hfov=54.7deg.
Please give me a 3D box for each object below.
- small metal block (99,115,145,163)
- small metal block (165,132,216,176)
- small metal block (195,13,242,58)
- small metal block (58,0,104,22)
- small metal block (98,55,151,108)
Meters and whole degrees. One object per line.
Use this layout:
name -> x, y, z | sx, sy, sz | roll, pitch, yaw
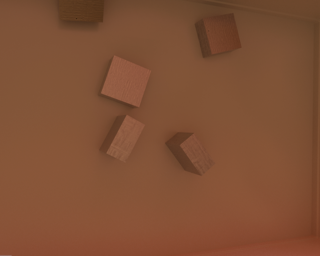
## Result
small metal block -> -0.048, 0.012, 0.380 | 0.025, 0.050, 0.050 | 30, 80, -18
small metal block -> 0.039, 0.033, 0.413 | 0.025, 0.050, 0.050 | -39, 103, -16
small metal block -> 0.083, -0.132, 0.442 | 0.050, 0.025, 0.050 | -17, 96, -20
small metal block -> -0.093, -0.154, 0.363 | 0.050, 0.025, 0.050 | -4, 129, -20
small metal block -> -0.045, -0.057, 0.394 | 0.050, 0.025, 0.050 | 20, 83, -19
